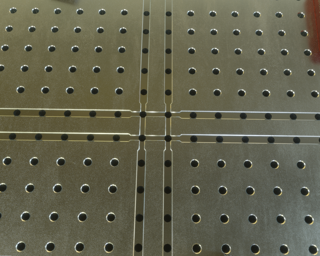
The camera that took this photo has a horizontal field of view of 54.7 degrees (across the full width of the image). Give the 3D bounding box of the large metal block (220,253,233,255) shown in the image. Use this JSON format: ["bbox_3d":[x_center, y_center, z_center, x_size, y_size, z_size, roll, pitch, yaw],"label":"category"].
[{"bbox_3d":[0.063,0.193,0.329,0.080,0.050,0.080,-31,73,-11],"label":"large metal block"}]

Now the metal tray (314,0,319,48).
[{"bbox_3d":[0.293,-0.176,0.476,0.091,0.030,0.130,4,70,1],"label":"metal tray"}]
